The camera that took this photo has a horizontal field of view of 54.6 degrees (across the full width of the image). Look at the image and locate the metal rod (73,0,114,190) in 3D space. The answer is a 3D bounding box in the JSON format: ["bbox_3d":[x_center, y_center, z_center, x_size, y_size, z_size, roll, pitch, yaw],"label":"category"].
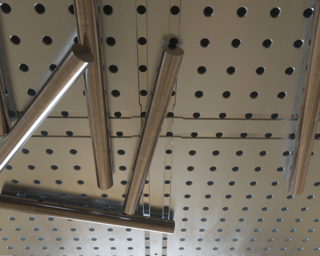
[{"bbox_3d":[-0.079,-0.027,0.387,0.025,0.025,0.298,2,130,-2],"label":"metal rod"}]

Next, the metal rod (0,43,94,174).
[{"bbox_3d":[-0.174,0.002,0.395,0.025,0.025,0.299,33,128,-25],"label":"metal rod"}]

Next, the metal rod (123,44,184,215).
[{"bbox_3d":[-0.018,0.026,0.432,0.025,0.025,0.298,10,130,-8],"label":"metal rod"}]

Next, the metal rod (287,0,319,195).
[{"bbox_3d":[0.191,-0.016,0.399,0.025,0.025,0.299,-7,130,6],"label":"metal rod"}]

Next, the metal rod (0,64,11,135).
[{"bbox_3d":[-0.186,-0.111,0.315,0.025,0.025,0.298,7,130,-6],"label":"metal rod"}]

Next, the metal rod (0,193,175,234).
[{"bbox_3d":[-0.122,0.150,0.538,0.302,0.025,0.025,12,129,-10],"label":"metal rod"}]
